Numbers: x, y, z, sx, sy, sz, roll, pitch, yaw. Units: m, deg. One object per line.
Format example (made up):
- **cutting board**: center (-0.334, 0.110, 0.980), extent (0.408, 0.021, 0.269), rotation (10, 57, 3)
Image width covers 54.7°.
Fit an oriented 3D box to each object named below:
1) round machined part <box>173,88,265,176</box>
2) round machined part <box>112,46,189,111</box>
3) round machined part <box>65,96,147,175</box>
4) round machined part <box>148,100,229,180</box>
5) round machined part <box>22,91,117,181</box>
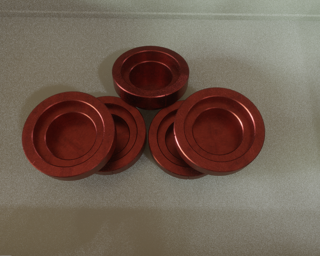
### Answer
- **round machined part**: center (0.064, 0.007, 0.353), extent (0.099, 0.042, 0.098), rotation (0, 70, 0)
- **round machined part**: center (-0.012, -0.062, 0.411), extent (0.099, 0.042, 0.098), rotation (1, 52, -1)
- **round machined part**: center (-0.066, 0.012, 0.394), extent (0.099, 0.042, 0.098), rotation (0, 70, 0)
- **round machined part**: center (0.035, 0.017, 0.393), extent (0.099, 0.042, 0.098), rotation (0, 70, 0)
- **round machined part**: center (-0.098, 0.011, 0.350), extent (0.099, 0.042, 0.098), rotation (0, 70, 0)
